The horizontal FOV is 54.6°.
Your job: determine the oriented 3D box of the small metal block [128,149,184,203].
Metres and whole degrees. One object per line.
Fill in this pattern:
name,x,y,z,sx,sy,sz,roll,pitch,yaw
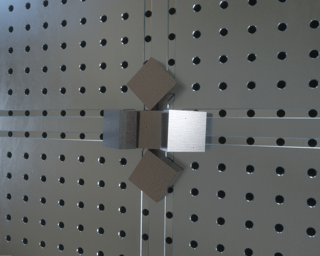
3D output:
small metal block,-0.006,0.062,0.414,0.050,0.025,0.050,36,102,18

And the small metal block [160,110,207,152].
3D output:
small metal block,0.029,0.004,0.388,0.050,0.025,0.050,2,91,-21

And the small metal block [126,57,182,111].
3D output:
small metal block,-0.008,-0.058,0.416,0.050,0.025,0.050,-45,75,14

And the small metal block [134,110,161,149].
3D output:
small metal block,-0.007,0.002,0.415,0.050,0.025,0.050,2,90,20

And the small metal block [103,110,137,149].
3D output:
small metal block,-0.055,0.001,0.419,0.050,0.025,0.050,4,93,56
